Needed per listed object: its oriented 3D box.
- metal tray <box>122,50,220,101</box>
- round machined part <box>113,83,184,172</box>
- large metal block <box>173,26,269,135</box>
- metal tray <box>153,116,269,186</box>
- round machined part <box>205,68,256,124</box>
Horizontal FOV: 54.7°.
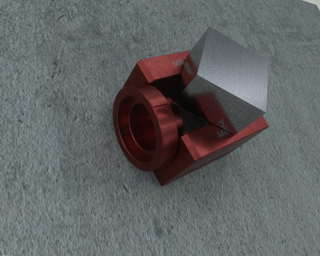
[{"bbox_3d":[0.014,-0.060,0.411,0.131,0.090,0.030,-20,73,-36],"label":"metal tray"},{"bbox_3d":[-0.011,-0.003,0.355,0.042,0.097,0.098,-17,71,-35],"label":"round machined part"},{"bbox_3d":[0.069,-0.052,0.341,0.080,0.050,0.080,26,52,-12],"label":"large metal block"},{"bbox_3d":[0.062,0.022,0.383,0.131,0.090,0.030,-19,72,-36],"label":"metal tray"},{"bbox_3d":[0.091,-0.038,0.432,0.042,0.097,0.098,-17,71,-35],"label":"round machined part"}]
